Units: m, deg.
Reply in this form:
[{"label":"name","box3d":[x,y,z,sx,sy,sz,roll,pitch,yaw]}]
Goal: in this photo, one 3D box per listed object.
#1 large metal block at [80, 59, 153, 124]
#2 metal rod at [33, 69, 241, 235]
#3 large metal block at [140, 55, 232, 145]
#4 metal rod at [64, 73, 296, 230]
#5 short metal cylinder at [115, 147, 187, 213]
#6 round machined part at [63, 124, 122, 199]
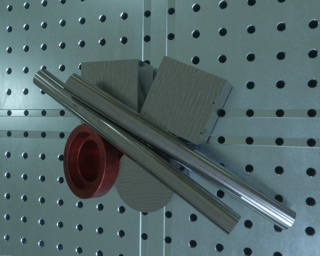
[{"label":"large metal block","box3d":[-0.056,-0.045,0.412,0.080,0.050,0.079,1,90,20]},{"label":"metal rod","box3d":[-0.038,0.018,0.367,0.300,0.025,0.025,36,102,15]},{"label":"large metal block","box3d":[0.032,-0.033,0.383,0.080,0.050,0.080,26,98,18]},{"label":"metal rod","box3d":[0.021,0.026,0.361,0.301,0.025,0.025,32,101,2]},{"label":"short metal cylinder","box3d":[-0.010,0.062,0.398,0.080,0.050,0.079,0,90,20]},{"label":"round machined part","box3d":[-0.086,0.044,0.418,0.098,0.042,0.097,-4,84,43]}]
